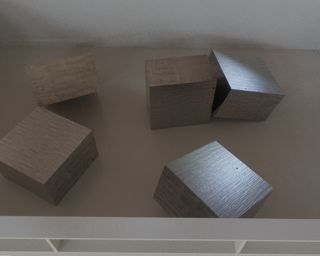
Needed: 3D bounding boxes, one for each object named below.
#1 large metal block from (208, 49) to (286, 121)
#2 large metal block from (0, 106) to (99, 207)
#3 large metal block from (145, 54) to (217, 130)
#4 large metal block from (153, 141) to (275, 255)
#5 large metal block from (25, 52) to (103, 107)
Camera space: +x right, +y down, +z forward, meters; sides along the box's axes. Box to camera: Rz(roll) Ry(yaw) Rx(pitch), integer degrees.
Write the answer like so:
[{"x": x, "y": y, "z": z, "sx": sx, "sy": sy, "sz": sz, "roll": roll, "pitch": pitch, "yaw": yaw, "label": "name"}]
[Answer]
[{"x": 0.109, "y": -0.058, "z": 0.426, "sx": 0.081, "sy": 0.050, "sz": 0.080, "roll": 3, "pitch": 48, "yaw": -20, "label": "large metal block"}, {"x": -0.132, "y": 0.030, "z": 0.362, "sx": 0.080, "sy": 0.050, "sz": 0.080, "roll": 23, "pitch": 54, "yaw": 17, "label": "large metal block"}, {"x": 0.024, "y": -0.046, "z": 0.408, "sx": 0.081, "sy": 0.080, "sz": 0.050, "roll": -6, "pitch": 51, "yaw": -6, "label": "large metal block"}, {"x": 0.054, "y": 0.067, "z": 0.318, "sx": 0.081, "sy": 0.050, "sz": 0.080, "roll": -20, "pitch": 51, "yaw": -40, "label": "large metal block"}, {"x": -0.129, "y": -0.068, "z": 0.419, "sx": 0.081, "sy": 0.050, "sz": 0.080, "roll": -17, "pitch": 16, "yaw": -15, "label": "large metal block"}]
